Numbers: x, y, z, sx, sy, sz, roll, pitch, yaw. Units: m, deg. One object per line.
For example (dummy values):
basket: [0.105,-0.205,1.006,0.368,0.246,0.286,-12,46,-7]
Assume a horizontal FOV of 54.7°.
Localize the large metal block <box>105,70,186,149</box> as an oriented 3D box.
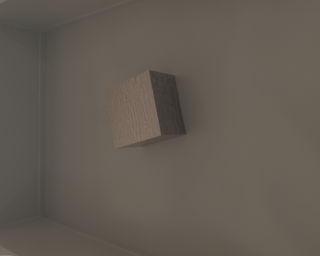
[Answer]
large metal block: [-0.020,-0.021,0.405,0.080,0.050,0.080,-17,79,38]
